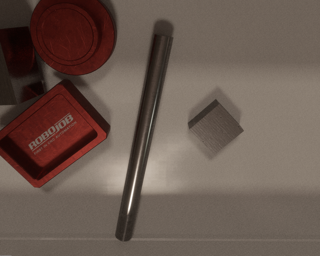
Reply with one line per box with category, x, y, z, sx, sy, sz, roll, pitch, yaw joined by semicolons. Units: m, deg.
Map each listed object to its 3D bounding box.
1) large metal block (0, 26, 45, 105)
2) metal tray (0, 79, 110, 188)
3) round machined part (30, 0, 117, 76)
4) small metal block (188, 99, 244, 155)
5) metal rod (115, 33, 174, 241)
large metal block;-0.193;-0.071;0.359;0.080;0.050;0.079;0;111;16
metal tray;-0.144;0.009;0.409;0.130;0.030;0.090;-36;107;12
round machined part;-0.102;-0.109;0.361;0.099;0.042;0.097;0;110;-1
small metal block;0.073;-0.002;0.412;0.050;0.025;0.050;-42;105;13
metal rod;-0.026;0.026;0.420;0.025;0.025;0.298;11;110;-4
